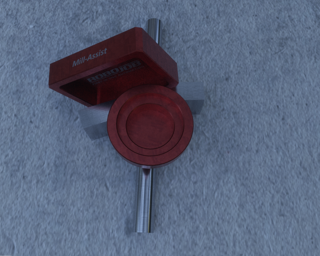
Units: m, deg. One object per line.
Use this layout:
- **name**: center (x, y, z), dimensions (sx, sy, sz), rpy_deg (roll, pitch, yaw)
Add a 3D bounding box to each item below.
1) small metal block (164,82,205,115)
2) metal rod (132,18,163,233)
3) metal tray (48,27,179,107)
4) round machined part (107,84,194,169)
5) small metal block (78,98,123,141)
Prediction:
- **small metal block**: center (0.030, -0.038, 0.410), dimensions (0.050, 0.050, 0.025), rpy_deg (-1, 70, -1)
- **metal rod**: center (-0.014, -0.017, 0.415), dimensions (0.025, 0.025, 0.299), rpy_deg (2, 70, 0)
- **metal tray**: center (-0.055, -0.064, 0.373), dimensions (0.130, 0.090, 0.030), rpy_deg (-15, 67, 26)
- **round machined part**: center (-0.011, 0.000, 0.371), dimensions (0.099, 0.042, 0.098), rpy_deg (1, 73, -2)
- **small metal block**: center (-0.072, -0.010, 0.399), dimensions (0.050, 0.050, 0.025), rpy_deg (-18, 71, -7)
